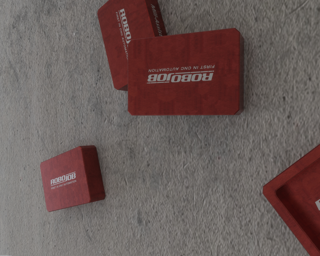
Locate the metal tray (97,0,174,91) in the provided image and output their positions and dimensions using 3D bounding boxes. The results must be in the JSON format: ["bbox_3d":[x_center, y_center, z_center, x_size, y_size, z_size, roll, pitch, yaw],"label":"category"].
[{"bbox_3d":[-0.037,-0.127,0.432,0.090,0.030,0.129,-23,76,37],"label":"metal tray"}]

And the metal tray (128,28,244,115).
[{"bbox_3d":[0.027,-0.059,0.355,0.130,0.030,0.089,1,91,23],"label":"metal tray"}]

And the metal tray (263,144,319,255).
[{"bbox_3d":[0.167,0.052,0.263,0.129,0.030,0.090,-48,62,29],"label":"metal tray"}]

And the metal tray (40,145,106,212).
[{"bbox_3d":[-0.153,0.088,0.528,0.130,0.030,0.090,-21,77,38],"label":"metal tray"}]
